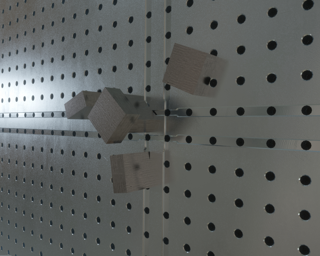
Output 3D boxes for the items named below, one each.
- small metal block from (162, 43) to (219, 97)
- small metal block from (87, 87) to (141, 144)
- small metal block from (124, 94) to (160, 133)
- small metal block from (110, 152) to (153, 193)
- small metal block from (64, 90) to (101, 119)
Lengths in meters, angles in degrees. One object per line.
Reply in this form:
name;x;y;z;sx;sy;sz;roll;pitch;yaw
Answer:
small metal block;0.036;-0.071;0.378;0.050;0.025;0.050;29;108;36
small metal block;-0.059;-0.016;0.391;0.050;0.025;0.050;51;119;27
small metal block;-0.037;-0.020;0.422;0.050;0.050;0.025;52;121;27
small metal block;-0.038;0.060;0.423;0.025;0.050;0.050;-11;83;39
small metal block;-0.111;-0.034;0.482;0.050;0.050;0.025;-27;74;36
